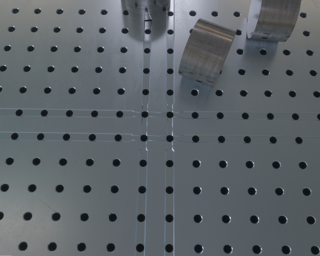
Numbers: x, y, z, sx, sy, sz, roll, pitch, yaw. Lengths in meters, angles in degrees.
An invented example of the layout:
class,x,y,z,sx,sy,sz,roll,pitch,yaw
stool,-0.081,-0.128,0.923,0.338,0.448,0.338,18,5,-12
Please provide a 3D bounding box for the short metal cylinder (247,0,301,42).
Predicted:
class,x,y,z,sx,sy,sz,roll,pitch,yaw
short metal cylinder,0.161,-0.167,0.445,0.050,0.080,0.080,7,70,3

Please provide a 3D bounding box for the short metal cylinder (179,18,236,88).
class,x,y,z,sx,sy,sz,roll,pitch,yaw
short metal cylinder,0.064,-0.101,0.420,0.050,0.080,0.080,23,72,8

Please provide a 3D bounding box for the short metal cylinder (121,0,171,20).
class,x,y,z,sx,sy,sz,roll,pitch,yaw
short metal cylinder,-0.023,-0.216,0.477,0.081,0.050,0.080,0,70,0
